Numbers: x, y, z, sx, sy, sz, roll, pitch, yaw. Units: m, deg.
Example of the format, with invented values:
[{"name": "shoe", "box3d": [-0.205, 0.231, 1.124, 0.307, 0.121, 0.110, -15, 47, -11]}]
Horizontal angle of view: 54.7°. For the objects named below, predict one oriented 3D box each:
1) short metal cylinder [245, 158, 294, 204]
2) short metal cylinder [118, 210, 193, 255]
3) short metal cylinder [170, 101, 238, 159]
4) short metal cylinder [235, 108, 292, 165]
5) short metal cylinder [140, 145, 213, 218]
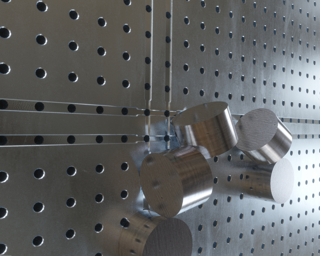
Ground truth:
[{"name": "short metal cylinder", "box3d": [0.198, 0.092, 0.559, 0.081, 0.050, 0.079, 0, 90, -40]}, {"name": "short metal cylinder", "box3d": [-0.005, 0.148, 0.388, 0.081, 0.050, 0.079, 0, 90, -40]}, {"name": "short metal cylinder", "box3d": [0.061, 0.002, 0.424, 0.081, 0.080, 0.050, -33, 111, -35]}, {"name": "short metal cylinder", "box3d": [0.169, 0.014, 0.514, 0.050, 0.080, 0.080, 38, 67, -34]}, {"name": "short metal cylinder", "box3d": [0.019, 0.065, 0.389, 0.050, 0.080, 0.079, -11, 97, -40]}]
